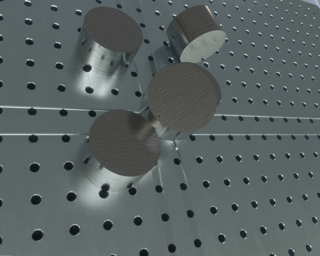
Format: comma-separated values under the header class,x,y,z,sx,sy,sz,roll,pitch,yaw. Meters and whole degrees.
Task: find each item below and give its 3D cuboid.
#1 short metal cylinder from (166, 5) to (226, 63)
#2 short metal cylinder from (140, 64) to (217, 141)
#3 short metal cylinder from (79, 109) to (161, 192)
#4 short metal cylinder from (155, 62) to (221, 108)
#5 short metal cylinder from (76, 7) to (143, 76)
class,x,y,z,sx,sy,sz,roll,pitch,yaw
short metal cylinder,0.057,-0.146,0.493,0.081,0.080,0.050,-14,70,-34
short metal cylinder,0.020,-0.029,0.367,0.081,0.050,0.080,3,76,-12
short metal cylinder,-0.046,0.026,0.351,0.081,0.050,0.080,13,56,-21
short metal cylinder,0.039,-0.047,0.441,0.081,0.050,0.080,14,56,-21
short metal cylinder,-0.070,-0.119,0.427,0.081,0.050,0.080,14,56,-21
